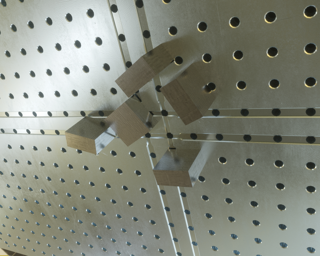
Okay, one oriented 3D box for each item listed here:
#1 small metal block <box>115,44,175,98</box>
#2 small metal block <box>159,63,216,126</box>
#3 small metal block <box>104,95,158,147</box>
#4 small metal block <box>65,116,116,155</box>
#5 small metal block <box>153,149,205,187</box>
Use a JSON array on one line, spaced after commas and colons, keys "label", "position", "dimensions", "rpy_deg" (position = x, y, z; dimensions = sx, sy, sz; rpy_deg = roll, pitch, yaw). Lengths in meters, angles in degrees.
[{"label": "small metal block", "position": [-0.017, -0.067, 0.361], "dimensions": [0.050, 0.050, 0.025], "rpy_deg": [-33, 100, 38]}, {"label": "small metal block", "position": [0.033, -0.039, 0.353], "dimensions": [0.025, 0.050, 0.050], "rpy_deg": [-29, 103, 37]}, {"label": "small metal block", "position": [-0.040, -0.010, 0.425], "dimensions": [0.050, 0.025, 0.050], "rpy_deg": [49, 128, -7]}, {"label": "small metal block", "position": [-0.100, 0.009, 0.452], "dimensions": [0.050, 0.050, 0.025], "rpy_deg": [13, 124, 20]}, {"label": "small metal block", "position": [0.026, 0.052, 0.413], "dimensions": [0.050, 0.050, 0.025], "rpy_deg": [-2, 117, 29]}]
